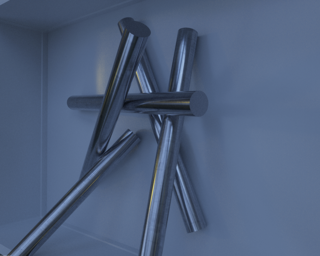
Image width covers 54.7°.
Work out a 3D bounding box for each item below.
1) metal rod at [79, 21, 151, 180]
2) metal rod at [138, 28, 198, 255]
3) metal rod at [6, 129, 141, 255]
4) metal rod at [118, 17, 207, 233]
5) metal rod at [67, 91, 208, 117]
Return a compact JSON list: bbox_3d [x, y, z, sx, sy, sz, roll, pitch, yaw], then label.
[{"bbox_3d":[-0.071,-0.004,0.401,0.025,0.025,0.298,57,142,24],"label":"metal rod"},{"bbox_3d":[0.009,0.028,0.351,0.025,0.025,0.299,0,75,40],"label":"metal rod"},{"bbox_3d":[-0.138,0.118,0.419,0.300,0.025,0.025,-47,56,-8],"label":"metal rod"},{"bbox_3d":[-0.002,-0.015,0.408,0.025,0.025,0.299,-30,71,36],"label":"metal rod"},{"bbox_3d":[-0.055,-0.033,0.412,0.300,0.025,0.025,6,94,52],"label":"metal rod"}]
